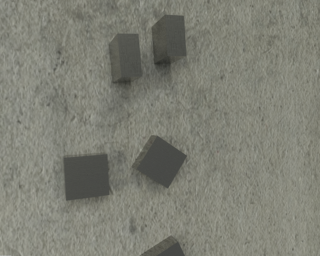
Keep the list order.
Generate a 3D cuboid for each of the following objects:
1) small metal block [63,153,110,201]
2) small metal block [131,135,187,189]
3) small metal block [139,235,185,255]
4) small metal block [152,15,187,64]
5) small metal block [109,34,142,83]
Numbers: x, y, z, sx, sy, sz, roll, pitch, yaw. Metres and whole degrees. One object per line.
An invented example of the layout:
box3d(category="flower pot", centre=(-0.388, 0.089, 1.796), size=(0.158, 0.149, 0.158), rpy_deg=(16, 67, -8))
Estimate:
box3d(category="small metal block", centre=(-0.090, 0.058, 0.376), size=(0.050, 0.025, 0.050), rpy_deg=(-3, 91, -20))
box3d(category="small metal block", centre=(-0.001, 0.044, 0.410), size=(0.050, 0.025, 0.050), rpy_deg=(35, 79, -17))
box3d(category="small metal block", centre=(0.008, 0.182, 0.414), size=(0.050, 0.025, 0.050), rpy_deg=(-27, 99, -18))
box3d(category="small metal block", centre=(0.011, -0.113, 0.401), size=(0.025, 0.050, 0.050), rpy_deg=(-4, 92, -20))
box3d(category="small metal block", centre=(-0.043, -0.084, 0.380), size=(0.025, 0.050, 0.050), rpy_deg=(-6, 92, -20))
